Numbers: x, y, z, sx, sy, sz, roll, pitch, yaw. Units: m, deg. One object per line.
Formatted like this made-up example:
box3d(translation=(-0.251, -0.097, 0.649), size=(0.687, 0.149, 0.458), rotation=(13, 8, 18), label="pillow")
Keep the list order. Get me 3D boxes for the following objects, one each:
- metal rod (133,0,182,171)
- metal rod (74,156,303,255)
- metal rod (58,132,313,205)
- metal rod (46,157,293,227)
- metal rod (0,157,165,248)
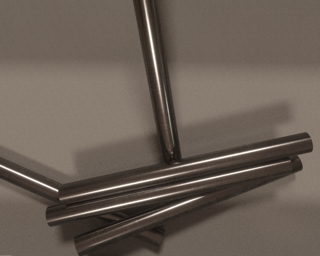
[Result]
box3d(translation=(-0.002, -0.055, 0.351), size=(0.025, 0.025, 0.298), rotation=(-10, 115, 0), label="metal rod")
box3d(translation=(0.041, 0.095, 0.396), size=(0.302, 0.025, 0.025), rotation=(-19, 90, -7), label="metal rod")
box3d(translation=(0.029, 0.049, 0.372), size=(0.302, 0.025, 0.025), rotation=(-12, 90, 1), label="metal rod")
box3d(translation=(0.011, 0.077, 0.383), size=(0.302, 0.025, 0.025), rotation=(-13, 90, 0), label="metal rod")
box3d(translation=(-0.136, 0.085, 0.409), size=(0.301, 0.025, 0.025), rotation=(24, 90, -1), label="metal rod")
